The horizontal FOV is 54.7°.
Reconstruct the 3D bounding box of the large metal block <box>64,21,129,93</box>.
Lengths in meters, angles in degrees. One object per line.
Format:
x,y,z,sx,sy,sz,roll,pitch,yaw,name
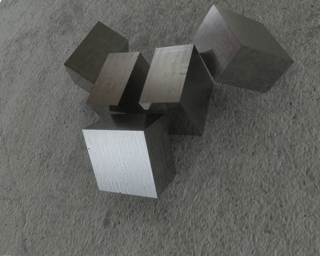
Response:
-0.091,-0.097,0.464,0.050,0.080,0.080,34,78,1,large metal block

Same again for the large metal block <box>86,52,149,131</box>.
-0.042,-0.044,0.418,0.050,0.080,0.080,5,64,30,large metal block

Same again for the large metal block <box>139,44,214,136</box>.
0.024,-0.044,0.383,0.050,0.080,0.080,1,62,28,large metal block

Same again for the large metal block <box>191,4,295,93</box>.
0.096,-0.092,0.368,0.050,0.081,0.080,-56,40,38,large metal block

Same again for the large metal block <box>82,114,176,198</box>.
-0.034,0.029,0.360,0.080,0.079,0.050,1,23,28,large metal block
